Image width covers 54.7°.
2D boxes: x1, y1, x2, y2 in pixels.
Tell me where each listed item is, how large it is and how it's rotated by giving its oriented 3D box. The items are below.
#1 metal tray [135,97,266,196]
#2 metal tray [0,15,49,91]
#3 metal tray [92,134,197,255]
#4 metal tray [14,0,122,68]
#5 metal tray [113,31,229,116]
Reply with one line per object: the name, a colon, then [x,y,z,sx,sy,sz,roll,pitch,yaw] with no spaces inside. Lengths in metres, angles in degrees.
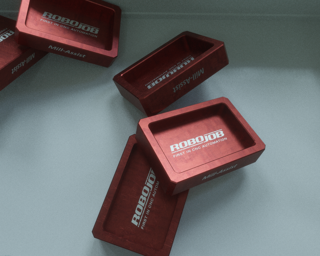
metal tray: [0.048,0.016,0.372,0.131,0.030,0.090,-17,57,-24]
metal tray: [-0.221,-0.101,0.411,0.090,0.030,0.130,21,44,5]
metal tray: [-0.015,0.082,0.376,0.090,0.030,0.130,18,71,6]
metal tray: [-0.123,-0.144,0.429,0.131,0.030,0.090,11,68,-25]
metal tray: [0.013,-0.076,0.409,0.131,0.030,0.090,-36,38,-12]
